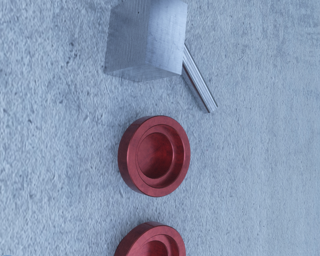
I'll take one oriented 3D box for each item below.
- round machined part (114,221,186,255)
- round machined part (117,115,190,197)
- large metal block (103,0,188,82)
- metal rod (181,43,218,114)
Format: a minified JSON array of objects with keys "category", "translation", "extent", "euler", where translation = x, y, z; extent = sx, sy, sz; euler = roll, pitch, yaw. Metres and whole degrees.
[{"category":"round machined part","translation":[-0.018,0.163,0.379],"extent":[0.099,0.042,0.097],"euler":[0,90,-40]},{"category":"round machined part","translation":[-0.011,0.033,0.384],"extent":[0.099,0.042,0.097],"euler":[0,90,-40]},{"category":"large metal block","translation":[-0.018,-0.100,0.354],"extent":[0.050,0.080,0.080],"euler":[9,84,-40]},{"category":"metal rod","translation":[0.002,-0.144,0.405],"extent":[0.025,0.025,0.299],"euler":[-48,118,-29]}]
